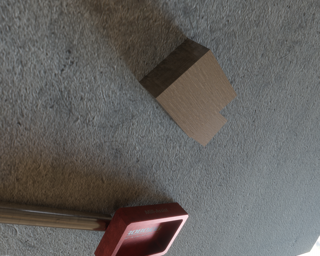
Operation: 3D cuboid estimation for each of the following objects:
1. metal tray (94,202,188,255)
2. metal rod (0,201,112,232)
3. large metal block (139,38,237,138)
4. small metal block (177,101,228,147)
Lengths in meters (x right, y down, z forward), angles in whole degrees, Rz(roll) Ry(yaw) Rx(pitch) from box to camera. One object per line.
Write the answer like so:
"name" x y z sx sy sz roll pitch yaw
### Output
"metal tray" -0.025 0.162 0.474 0.131 0.030 0.089 9 114 -46
"metal rod" -0.191 0.098 0.363 0.302 0.025 0.025 19 108 -36
"large metal block" 0.036 -0.048 0.382 0.080 0.050 0.080 -42 130 0
"small metal block" 0.059 -0.009 0.436 0.050 0.025 0.050 34 99 -39
